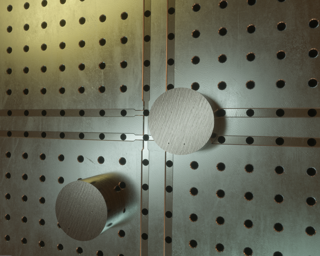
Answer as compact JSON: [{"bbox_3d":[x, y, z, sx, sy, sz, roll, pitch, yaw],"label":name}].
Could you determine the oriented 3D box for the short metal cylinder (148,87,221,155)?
[{"bbox_3d":[0.032,-0.008,0.388,0.080,0.050,0.079,0,90,20],"label":"short metal cylinder"}]

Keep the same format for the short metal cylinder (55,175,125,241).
[{"bbox_3d":[-0.097,0.110,0.433,0.080,0.050,0.079,0,90,20],"label":"short metal cylinder"}]
